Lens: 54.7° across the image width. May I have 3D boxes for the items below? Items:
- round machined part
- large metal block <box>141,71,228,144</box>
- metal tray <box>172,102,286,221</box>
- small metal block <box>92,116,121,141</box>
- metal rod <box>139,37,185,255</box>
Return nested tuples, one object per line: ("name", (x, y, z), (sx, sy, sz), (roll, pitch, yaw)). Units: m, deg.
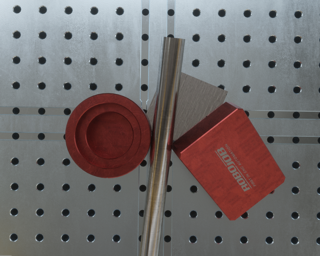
("round machined part", (-0.059, 0.009, 0.374), (0.099, 0.042, 0.097), (0, 91, 3))
("large metal block", (0.030, -0.023, 0.398), (0.080, 0.050, 0.080), (23, 90, 0))
("metal tray", (0.087, 0.044, 0.383), (0.090, 0.030, 0.130), (-38, 115, 0))
("small metal block", (-0.073, -0.007, 0.410), (0.050, 0.025, 0.050), (-22, 90, 0))
("metal rod", (-0.001, 0.046, 0.370), (0.025, 0.025, 0.298), (6, 106, 0))
